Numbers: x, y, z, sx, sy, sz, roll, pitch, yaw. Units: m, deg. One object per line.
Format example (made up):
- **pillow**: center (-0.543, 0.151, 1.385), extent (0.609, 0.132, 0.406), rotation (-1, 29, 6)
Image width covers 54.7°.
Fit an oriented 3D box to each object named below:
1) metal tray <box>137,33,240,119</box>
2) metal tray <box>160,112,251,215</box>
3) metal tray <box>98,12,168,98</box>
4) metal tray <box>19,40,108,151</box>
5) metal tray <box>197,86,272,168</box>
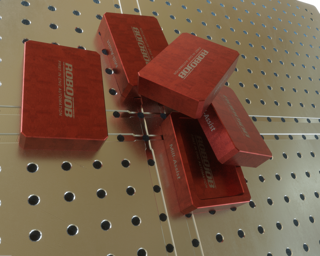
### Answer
- **metal tray**: center (0.041, -0.076, 0.414), extent (0.090, 0.030, 0.131), rotation (26, 49, 16)
- **metal tray**: center (0.059, 0.042, 0.412), extent (0.091, 0.030, 0.130), rotation (1, 61, -28)
- **metal tray**: center (-0.029, -0.109, 0.458), extent (0.091, 0.030, 0.130), rotation (-8, 66, -32)
- **metal tray**: center (-0.115, -0.039, 0.368), extent (0.091, 0.030, 0.130), rotation (4, 60, -27)
- **metal tray**: center (0.093, -0.009, 0.434), extent (0.091, 0.030, 0.130), rotation (11, 45, -42)
